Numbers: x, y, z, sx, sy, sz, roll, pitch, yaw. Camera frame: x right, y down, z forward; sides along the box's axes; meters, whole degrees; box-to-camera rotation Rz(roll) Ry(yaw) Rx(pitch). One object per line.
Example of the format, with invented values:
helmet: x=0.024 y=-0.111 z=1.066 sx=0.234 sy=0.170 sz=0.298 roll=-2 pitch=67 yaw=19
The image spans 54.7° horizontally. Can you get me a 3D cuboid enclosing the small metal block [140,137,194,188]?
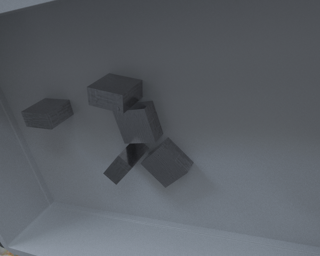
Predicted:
small metal block: x=0.010 y=0.049 z=0.434 sx=0.050 sy=0.025 sz=0.050 roll=45 pitch=129 yaw=-3

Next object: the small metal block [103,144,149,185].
small metal block: x=-0.049 y=0.047 z=0.447 sx=0.025 sy=0.050 sz=0.050 roll=42 pitch=129 yaw=0

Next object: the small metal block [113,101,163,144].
small metal block: x=-0.029 y=-0.007 z=0.420 sx=0.050 sy=0.025 sz=0.050 roll=-4 pitch=117 yaw=30

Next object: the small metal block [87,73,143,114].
small metal block: x=-0.056 y=-0.045 z=0.394 sx=0.050 sy=0.050 sz=0.025 roll=14 pitch=124 yaw=20

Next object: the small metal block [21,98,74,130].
small metal block: x=-0.169 y=-0.023 z=0.468 sx=0.050 sy=0.050 sz=0.025 roll=6 pitch=121 yaw=25
